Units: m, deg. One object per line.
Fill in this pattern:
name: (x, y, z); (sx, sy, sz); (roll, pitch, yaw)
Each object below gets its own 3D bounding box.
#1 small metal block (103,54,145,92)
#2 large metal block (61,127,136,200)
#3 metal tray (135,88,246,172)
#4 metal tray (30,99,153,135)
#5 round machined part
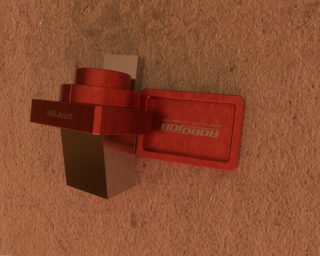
small metal block: (-0.051, -0.074, 0.428); (0.050, 0.025, 0.050); (7, 92, 19)
large metal block: (-0.080, 0.038, 0.404); (0.080, 0.050, 0.079); (7, 106, 37)
metal tray: (0.037, 0.000, 0.394); (0.130, 0.030, 0.089); (7, 92, 19)
metal tray: (-0.086, -0.014, 0.387); (0.130, 0.091, 0.030); (8, 94, 38)
round machined part: (-0.072, -0.048, 0.384); (0.098, 0.098, 0.042); (7, 92, 19)
